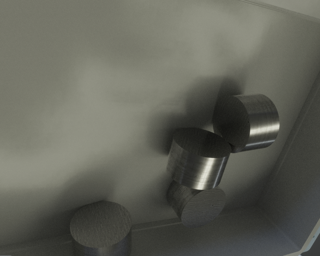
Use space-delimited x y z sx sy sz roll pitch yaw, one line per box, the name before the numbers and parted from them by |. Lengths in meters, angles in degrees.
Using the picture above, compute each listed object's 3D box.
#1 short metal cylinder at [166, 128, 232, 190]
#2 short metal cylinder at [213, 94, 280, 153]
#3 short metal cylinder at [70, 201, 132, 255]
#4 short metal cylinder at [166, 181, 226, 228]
short metal cylinder | 0.052 0.040 0.428 0.081 0.080 0.050 -2 119 -28
short metal cylinder | 0.119 -0.007 0.436 0.050 0.080 0.079 -6 121 -26
short metal cylinder | -0.079 0.146 0.422 0.081 0.080 0.050 -11 123 -23
short metal cylinder | 0.058 0.112 0.496 0.081 0.050 0.079 -14 125 -21
